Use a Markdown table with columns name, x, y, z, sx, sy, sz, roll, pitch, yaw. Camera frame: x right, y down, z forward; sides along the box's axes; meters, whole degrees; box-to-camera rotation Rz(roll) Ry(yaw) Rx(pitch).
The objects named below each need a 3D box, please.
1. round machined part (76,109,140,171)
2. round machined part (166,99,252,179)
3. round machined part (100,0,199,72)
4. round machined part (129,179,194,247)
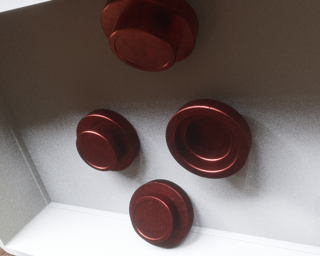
| name | x | y | z | sx | sy | sz | roll | pitch | yaw |
| --- | --- | --- | --- | --- | --- | --- | --- | --- | --- |
| round machined part | -0.083 | 0.024 | 0.455 | 0.098 | 0.042 | 0.097 | 13 | 124 | 20 |
| round machined part | 0.060 | 0.009 | 0.371 | 0.098 | 0.042 | 0.097 | 13 | 124 | 20 |
| round machined part | -0.013 | -0.093 | 0.315 | 0.099 | 0.042 | 0.098 | 13 | 159 | 5 |
| round machined part | -0.004 | 0.128 | 0.455 | 0.098 | 0.042 | 0.097 | 2 | 96 | 25 |
